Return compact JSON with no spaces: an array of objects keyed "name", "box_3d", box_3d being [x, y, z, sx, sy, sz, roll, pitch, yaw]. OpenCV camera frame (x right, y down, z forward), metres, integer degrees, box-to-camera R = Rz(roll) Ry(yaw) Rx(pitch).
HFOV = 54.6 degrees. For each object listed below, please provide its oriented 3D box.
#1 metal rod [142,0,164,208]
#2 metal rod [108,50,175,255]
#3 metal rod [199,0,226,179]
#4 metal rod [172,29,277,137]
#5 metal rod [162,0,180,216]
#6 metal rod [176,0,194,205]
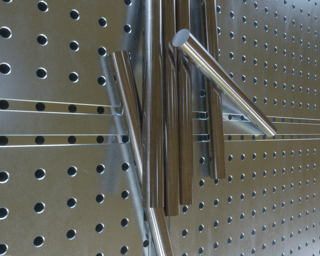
[{"name":"metal rod","box_3d":[-0.009,-0.058,0.376,0.025,0.025,0.299,7,78,-40]},{"name":"metal rod","box_3d":[-0.018,0.054,0.392,0.025,0.025,0.298,-20,103,-38]},{"name":"metal rod","box_3d":[0.080,-0.072,0.474,0.025,0.025,0.298,-7,95,-40]},{"name":"metal rod","box_3d":[0.116,-0.051,0.475,0.301,0.025,0.025,32,70,-45]},{"name":"metal rod","box_3d":[0.012,-0.033,0.417,0.025,0.025,0.298,-2,92,-40]},{"name":"metal rod","box_3d":[0.032,-0.044,0.434,0.025,0.025,0.298,-2,91,-40]}]
